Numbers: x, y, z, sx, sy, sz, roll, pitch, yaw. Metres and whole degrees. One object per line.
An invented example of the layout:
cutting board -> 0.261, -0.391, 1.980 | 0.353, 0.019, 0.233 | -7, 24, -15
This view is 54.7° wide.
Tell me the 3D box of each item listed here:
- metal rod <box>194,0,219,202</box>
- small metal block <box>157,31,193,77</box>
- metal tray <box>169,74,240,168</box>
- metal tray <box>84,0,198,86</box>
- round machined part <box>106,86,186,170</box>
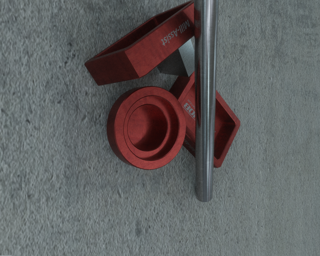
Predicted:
metal rod -> 0.056, -0.021, 0.386 | 0.025, 0.025, 0.298 | -33, 132, -35
small metal block -> 0.017, -0.096, 0.399 | 0.025, 0.050, 0.050 | -49, 134, -26
metal tray -> 0.061, -0.013, 0.457 | 0.130, 0.030, 0.090 | 45, 63, -31
metal tray -> -0.012, -0.099, 0.354 | 0.131, 0.090, 0.030 | -45, 118, -31
round machined part -> -0.020, -0.001, 0.376 | 0.099, 0.042, 0.097 | -3, 95, -34
